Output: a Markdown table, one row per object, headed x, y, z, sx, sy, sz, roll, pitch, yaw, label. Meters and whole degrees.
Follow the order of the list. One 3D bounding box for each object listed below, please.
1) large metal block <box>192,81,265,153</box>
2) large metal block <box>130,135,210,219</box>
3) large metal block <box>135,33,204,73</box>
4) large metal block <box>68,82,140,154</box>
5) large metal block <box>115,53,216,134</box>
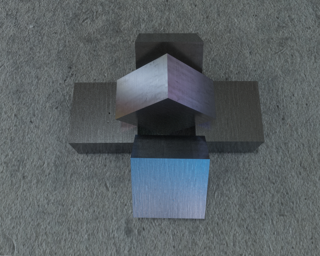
| x | y | z | sx | sy | sz | roll | pitch | yaw | label |
| --- | --- | --- | --- | --- | --- | --- | --- | --- | --- |
| 0.082 | -0.013 | 0.399 | 0.081 | 0.050 | 0.080 | 0 | 70 | -1 | large metal block |
| 0.011 | 0.055 | 0.354 | 0.081 | 0.079 | 0.050 | 1 | 27 | 1 | large metal block |
| 0.011 | -0.094 | 0.408 | 0.081 | 0.080 | 0.050 | 0 | 114 | 0 | large metal block |
| -0.067 | -0.012 | 0.399 | 0.081 | 0.050 | 0.080 | 0 | 70 | -1 | large metal block |
| 0.007 | -0.033 | 0.357 | 0.080 | 0.080 | 0.050 | -19 | 64 | 40 | large metal block |
